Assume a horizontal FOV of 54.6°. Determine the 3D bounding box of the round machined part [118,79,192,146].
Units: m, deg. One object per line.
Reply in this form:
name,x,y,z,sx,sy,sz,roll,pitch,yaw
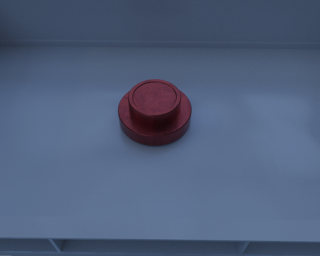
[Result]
round machined part,-0.007,-0.028,0.414,0.099,0.042,0.098,0,50,0
